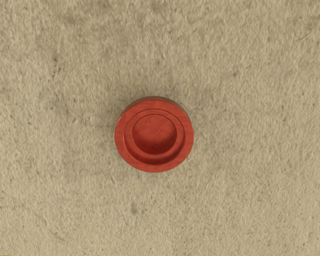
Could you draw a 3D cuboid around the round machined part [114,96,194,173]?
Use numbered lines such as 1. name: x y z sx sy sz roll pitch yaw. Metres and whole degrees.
1. round machined part: -0.007 0.005 0.403 0.099 0.042 0.097 0 110 -1
